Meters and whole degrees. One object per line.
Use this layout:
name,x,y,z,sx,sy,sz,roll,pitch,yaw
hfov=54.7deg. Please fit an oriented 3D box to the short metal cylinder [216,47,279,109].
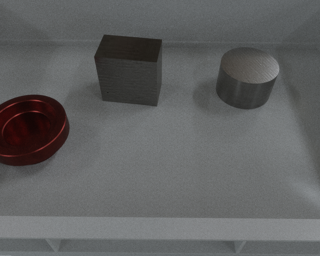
short metal cylinder,0.126,-0.073,0.452,0.081,0.050,0.080,0,50,0

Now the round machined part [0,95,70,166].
round machined part,-0.163,0.007,0.386,0.099,0.042,0.098,0,50,0

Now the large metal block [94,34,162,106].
large metal block,-0.040,-0.080,0.436,0.080,0.080,0.050,6,50,5
